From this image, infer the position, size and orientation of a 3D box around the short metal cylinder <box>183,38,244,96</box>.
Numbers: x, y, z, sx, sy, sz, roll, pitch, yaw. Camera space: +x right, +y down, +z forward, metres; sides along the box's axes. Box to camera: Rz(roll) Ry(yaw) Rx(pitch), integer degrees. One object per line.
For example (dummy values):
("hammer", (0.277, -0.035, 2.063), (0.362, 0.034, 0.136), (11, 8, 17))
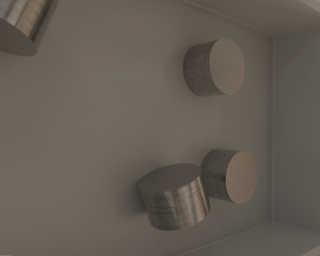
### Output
("short metal cylinder", (0.081, -0.088, 0.460), (0.081, 0.050, 0.079), (0, 90, -40))

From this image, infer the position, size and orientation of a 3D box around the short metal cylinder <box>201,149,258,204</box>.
("short metal cylinder", (0.108, 0.074, 0.484), (0.081, 0.050, 0.079), (0, 90, -40))

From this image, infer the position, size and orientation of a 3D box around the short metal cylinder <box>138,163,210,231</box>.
("short metal cylinder", (0.018, 0.084, 0.388), (0.081, 0.080, 0.050), (-25, 106, -37))

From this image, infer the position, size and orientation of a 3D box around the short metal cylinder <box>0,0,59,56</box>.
("short metal cylinder", (-0.134, -0.103, 0.259), (0.080, 0.080, 0.050), (28, 73, -37))
